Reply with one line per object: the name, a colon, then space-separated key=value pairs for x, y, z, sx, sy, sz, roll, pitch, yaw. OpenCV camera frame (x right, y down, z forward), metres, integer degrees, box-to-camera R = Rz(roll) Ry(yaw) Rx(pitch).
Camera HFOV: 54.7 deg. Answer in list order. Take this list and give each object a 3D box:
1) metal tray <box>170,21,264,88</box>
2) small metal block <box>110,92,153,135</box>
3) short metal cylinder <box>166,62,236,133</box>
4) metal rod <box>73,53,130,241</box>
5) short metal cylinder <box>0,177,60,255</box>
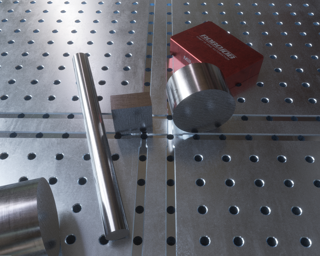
metal tray: x=0.089 y=-0.121 z=0.506 sx=0.091 sy=0.030 sz=0.130 roll=-29 pitch=56 yaw=-22
small metal block: x=-0.036 y=-0.019 z=0.407 sx=0.050 sy=0.050 sz=0.025 roll=-7 pitch=51 yaw=-6
short metal cylinder: x=0.052 y=-0.038 z=0.404 sx=0.081 sy=0.080 sz=0.050 roll=-7 pitch=51 yaw=-6
metal rod: x=-0.086 y=-0.001 z=0.407 sx=0.025 sy=0.025 sz=0.300 roll=-13 pitch=51 yaw=-11
short metal cylinder: x=-0.131 y=0.092 z=0.294 sx=0.050 sy=0.080 sz=0.080 roll=-11 pitch=51 yaw=-9
